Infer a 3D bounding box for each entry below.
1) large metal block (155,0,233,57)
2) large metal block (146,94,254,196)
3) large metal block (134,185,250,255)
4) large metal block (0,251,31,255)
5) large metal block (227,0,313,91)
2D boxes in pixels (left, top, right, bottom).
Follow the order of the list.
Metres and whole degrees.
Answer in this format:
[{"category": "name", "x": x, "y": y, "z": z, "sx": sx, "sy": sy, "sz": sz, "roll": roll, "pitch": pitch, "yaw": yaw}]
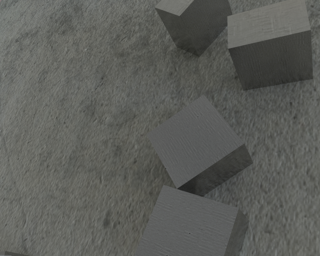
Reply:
[{"category": "large metal block", "x": 0.051, "y": -0.164, "z": 0.441, "sx": 0.080, "sy": 0.080, "sz": 0.050, "roll": -49, "pitch": 52, "yaw": -6}, {"category": "large metal block", "x": 0.044, "y": 0.023, "z": 0.350, "sx": 0.080, "sy": 0.050, "sz": 0.080, "roll": -35, "pitch": 52, "yaw": 5}, {"category": "large metal block", "x": 0.032, "y": 0.111, "z": 0.302, "sx": 0.080, "sy": 0.050, "sz": 0.080, "roll": 11, "pitch": 67, "yaw": 32}, {"category": "large metal block", "x": -0.204, "y": 0.199, "z": 0.371, "sx": 0.080, "sy": 0.050, "sz": 0.080, "roll": -16, "pitch": 55, "yaw": 18}, {"category": "large metal block", "x": 0.128, "y": -0.093, "z": 0.358, "sx": 0.080, "sy": 0.080, "sz": 0.050, "roll": -8, "pitch": 58, "yaw": 23}]
